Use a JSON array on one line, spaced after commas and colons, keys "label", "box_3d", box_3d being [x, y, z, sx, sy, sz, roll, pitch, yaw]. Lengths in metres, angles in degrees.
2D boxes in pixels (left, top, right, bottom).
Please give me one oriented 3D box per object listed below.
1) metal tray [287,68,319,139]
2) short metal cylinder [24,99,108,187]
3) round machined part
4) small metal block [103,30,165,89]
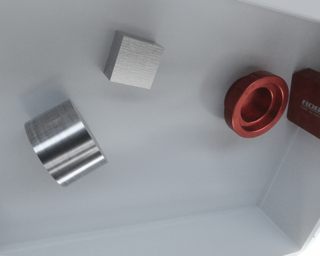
[{"label": "metal tray", "box_3d": [0.255, -0.026, 0.467, 0.030, 0.130, 0.089, -20, 127, -17]}, {"label": "short metal cylinder", "box_3d": [-0.098, 0.016, 0.330, 0.050, 0.080, 0.080, -31, 129, -9]}, {"label": "round machined part", "box_3d": [0.134, -0.037, 0.450, 0.099, 0.042, 0.097, -14, 125, -21]}, {"label": "small metal block", "box_3d": [-0.030, -0.075, 0.347, 0.050, 0.025, 0.050, 8, 115, -32]}]
